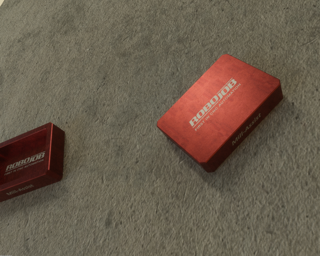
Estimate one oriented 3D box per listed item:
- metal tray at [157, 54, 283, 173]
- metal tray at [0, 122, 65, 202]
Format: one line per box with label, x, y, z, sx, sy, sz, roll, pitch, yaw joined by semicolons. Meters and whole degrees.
metal tray;0.071;-0.022;0.377;0.130;0.030;0.090;-46;51;-4
metal tray;-0.211;0.054;0.478;0.130;0.030;0.090;-20;54;16
